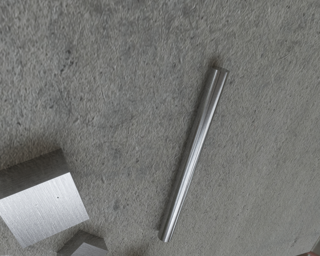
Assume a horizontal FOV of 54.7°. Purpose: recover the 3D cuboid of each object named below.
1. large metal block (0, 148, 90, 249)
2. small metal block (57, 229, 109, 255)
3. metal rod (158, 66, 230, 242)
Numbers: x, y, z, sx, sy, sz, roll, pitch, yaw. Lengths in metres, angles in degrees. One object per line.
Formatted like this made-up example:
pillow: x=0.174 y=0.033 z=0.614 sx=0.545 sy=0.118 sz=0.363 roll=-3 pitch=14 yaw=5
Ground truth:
large metal block: x=-0.139 y=0.082 z=0.366 sx=0.081 sy=0.050 sz=0.079 roll=-21 pitch=127 yaw=-16
small metal block: x=-0.115 y=0.184 z=0.460 sx=0.050 sy=0.025 sz=0.050 roll=-46 pitch=130 yaw=4
metal rod: x=0.043 y=0.054 z=0.465 sx=0.025 sy=0.025 sz=0.298 roll=0 pitch=118 yaw=-29
